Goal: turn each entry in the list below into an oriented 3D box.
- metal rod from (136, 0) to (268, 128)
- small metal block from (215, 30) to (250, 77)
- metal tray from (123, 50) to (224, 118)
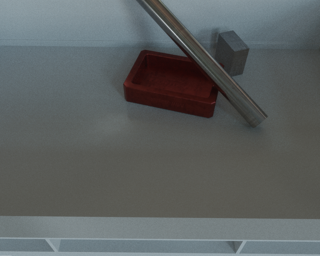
[{"bbox_3d":[0.035,-0.120,0.426,0.025,0.025,0.300,-39,84,-28],"label":"metal rod"},{"bbox_3d":[0.112,-0.117,0.489,0.025,0.050,0.050,-16,52,-13],"label":"small metal block"},{"bbox_3d":[0.022,-0.068,0.459,0.131,0.030,0.090,12,51,9],"label":"metal tray"}]
